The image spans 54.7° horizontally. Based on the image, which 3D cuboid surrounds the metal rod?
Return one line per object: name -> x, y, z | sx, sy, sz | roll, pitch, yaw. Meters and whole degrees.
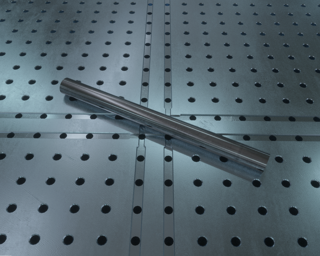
metal rod -> -0.006, -0.010, 0.416 | 0.301, 0.025, 0.025 | 21, 53, 16
